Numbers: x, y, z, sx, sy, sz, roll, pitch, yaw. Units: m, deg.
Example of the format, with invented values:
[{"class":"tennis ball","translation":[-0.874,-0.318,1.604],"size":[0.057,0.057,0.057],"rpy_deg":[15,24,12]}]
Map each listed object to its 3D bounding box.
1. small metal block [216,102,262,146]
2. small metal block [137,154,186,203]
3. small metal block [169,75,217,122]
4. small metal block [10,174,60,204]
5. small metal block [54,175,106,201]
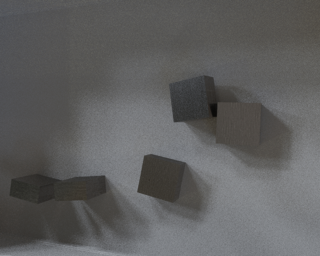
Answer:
[{"class":"small metal block","translation":[0.096,-0.005,0.376],"size":[0.050,0.025,0.050],"rpy_deg":[3,91,19]},{"class":"small metal block","translation":[0.002,0.065,0.409],"size":[0.050,0.025,0.050],"rpy_deg":[12,94,19]},{"class":"small metal block","translation":[0.042,-0.035,0.388],"size":[0.050,0.025,0.050],"rpy_deg":[-9,87,35]},{"class":"small metal block","translation":[-0.183,0.089,0.460],"size":[0.050,0.050,0.025],"rpy_deg":[10,93,19]},{"class":"small metal block","translation":[-0.111,0.084,0.435],"size":[0.050,0.050,0.025],"rpy_deg":[-6,88,19]}]
